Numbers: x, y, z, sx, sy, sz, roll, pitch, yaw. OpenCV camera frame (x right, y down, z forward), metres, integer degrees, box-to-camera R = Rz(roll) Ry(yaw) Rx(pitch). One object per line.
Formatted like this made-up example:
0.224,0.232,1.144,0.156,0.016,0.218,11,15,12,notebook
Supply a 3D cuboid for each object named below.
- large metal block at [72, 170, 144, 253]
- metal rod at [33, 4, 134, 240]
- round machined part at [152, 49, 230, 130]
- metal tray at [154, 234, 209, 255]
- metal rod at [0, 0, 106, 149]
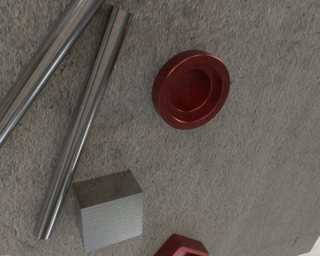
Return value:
-0.071,0.112,0.423,0.081,0.050,0.079,-11,123,-23,large metal block
-0.096,0.009,0.360,0.025,0.025,0.298,11,113,-34,metal rod
0.034,-0.050,0.385,0.099,0.042,0.097,-14,125,-21,round machined part
0.020,0.263,0.579,0.090,0.030,0.130,32,100,-39,metal tray
-0.083,-0.102,0.298,0.025,0.025,0.299,32,101,-39,metal rod
